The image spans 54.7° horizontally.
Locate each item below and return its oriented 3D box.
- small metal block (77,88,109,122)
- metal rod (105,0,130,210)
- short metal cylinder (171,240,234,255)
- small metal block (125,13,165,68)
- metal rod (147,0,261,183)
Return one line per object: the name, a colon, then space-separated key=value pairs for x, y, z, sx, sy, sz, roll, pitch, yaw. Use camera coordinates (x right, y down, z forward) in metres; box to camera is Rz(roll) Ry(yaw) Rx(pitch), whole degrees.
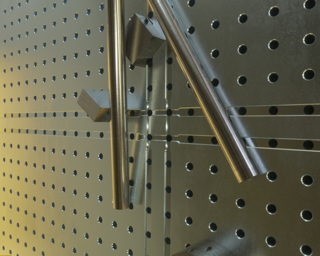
small metal block: x=-0.087 y=-0.033 z=0.465 sx=0.050 sy=0.050 sz=0.025 roll=44 pitch=117 yaw=31
metal rod: x=-0.059 y=-0.032 z=0.436 sx=0.025 sy=0.025 sz=0.298 roll=6 pitch=100 yaw=40
short metal cylinder: x=0.048 y=0.175 z=0.353 sx=0.080 sy=0.050 sz=0.079 roll=0 pitch=90 yaw=40
small metal block: x=-0.028 y=-0.122 z=0.433 sx=0.050 sy=0.025 sz=0.050 roll=-49 pitch=61 yaw=29
metal rod: x=0.038 y=-0.076 z=0.377 sx=0.025 sy=0.025 sz=0.299 roll=-37 pitch=68 yaw=34
